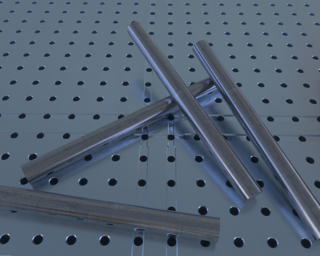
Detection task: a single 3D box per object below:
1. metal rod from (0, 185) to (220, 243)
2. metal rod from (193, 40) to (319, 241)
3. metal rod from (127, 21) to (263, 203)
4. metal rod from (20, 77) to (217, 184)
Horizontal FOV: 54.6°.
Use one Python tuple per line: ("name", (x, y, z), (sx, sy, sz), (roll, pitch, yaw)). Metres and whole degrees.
("metal rod", (-0.089, 0.087, 0.334), (0.301, 0.025, 0.025), (7, 50, 6))
("metal rod", (0.116, -0.007, 0.393), (0.025, 0.025, 0.299), (-17, 58, -14))
("metal rod", (0.033, -0.038, 0.409), (0.025, 0.025, 0.299), (-23, 63, -18))
("metal rod", (-0.031, -0.009, 0.415), (0.302, 0.025, 0.025), (-27, 55, -21))
